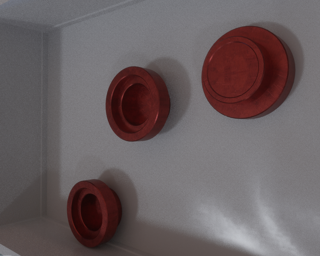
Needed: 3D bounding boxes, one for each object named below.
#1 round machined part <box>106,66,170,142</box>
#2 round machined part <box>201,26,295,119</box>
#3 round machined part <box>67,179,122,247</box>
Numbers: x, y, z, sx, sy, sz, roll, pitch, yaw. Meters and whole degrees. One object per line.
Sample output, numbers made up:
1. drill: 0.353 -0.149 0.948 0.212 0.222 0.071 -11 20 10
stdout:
1. round machined part: -0.025 -0.031 0.417 0.098 0.042 0.097 0 90 40
2. round machined part: 0.085 -0.058 0.326 0.098 0.042 0.097 0 90 40
3. round machined part: -0.096 0.127 0.475 0.098 0.042 0.097 -1 89 40
